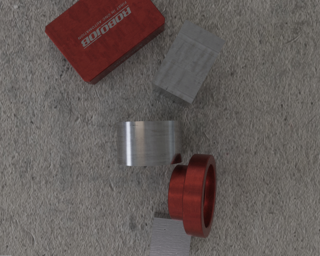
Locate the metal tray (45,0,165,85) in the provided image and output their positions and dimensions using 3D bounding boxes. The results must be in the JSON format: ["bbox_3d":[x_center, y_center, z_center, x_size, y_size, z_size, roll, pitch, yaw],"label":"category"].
[{"bbox_3d":[-0.070,-0.131,0.407,0.130,0.030,0.090,-38,90,0],"label":"metal tray"}]

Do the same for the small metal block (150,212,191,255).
[{"bbox_3d":[0.014,0.142,0.410,0.050,0.025,0.050,7,90,0],"label":"small metal block"}]

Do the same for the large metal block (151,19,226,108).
[{"bbox_3d":[0.032,-0.074,0.383,0.050,0.080,0.080,29,90,0],"label":"large metal block"}]

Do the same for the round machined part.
[{"bbox_3d":[0.040,0.080,0.377,0.042,0.098,0.097,2,90,19],"label":"round machined part"}]

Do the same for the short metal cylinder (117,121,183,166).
[{"bbox_3d":[-0.013,0.017,0.382,0.081,0.080,0.050,-2,90,0],"label":"short metal cylinder"}]
